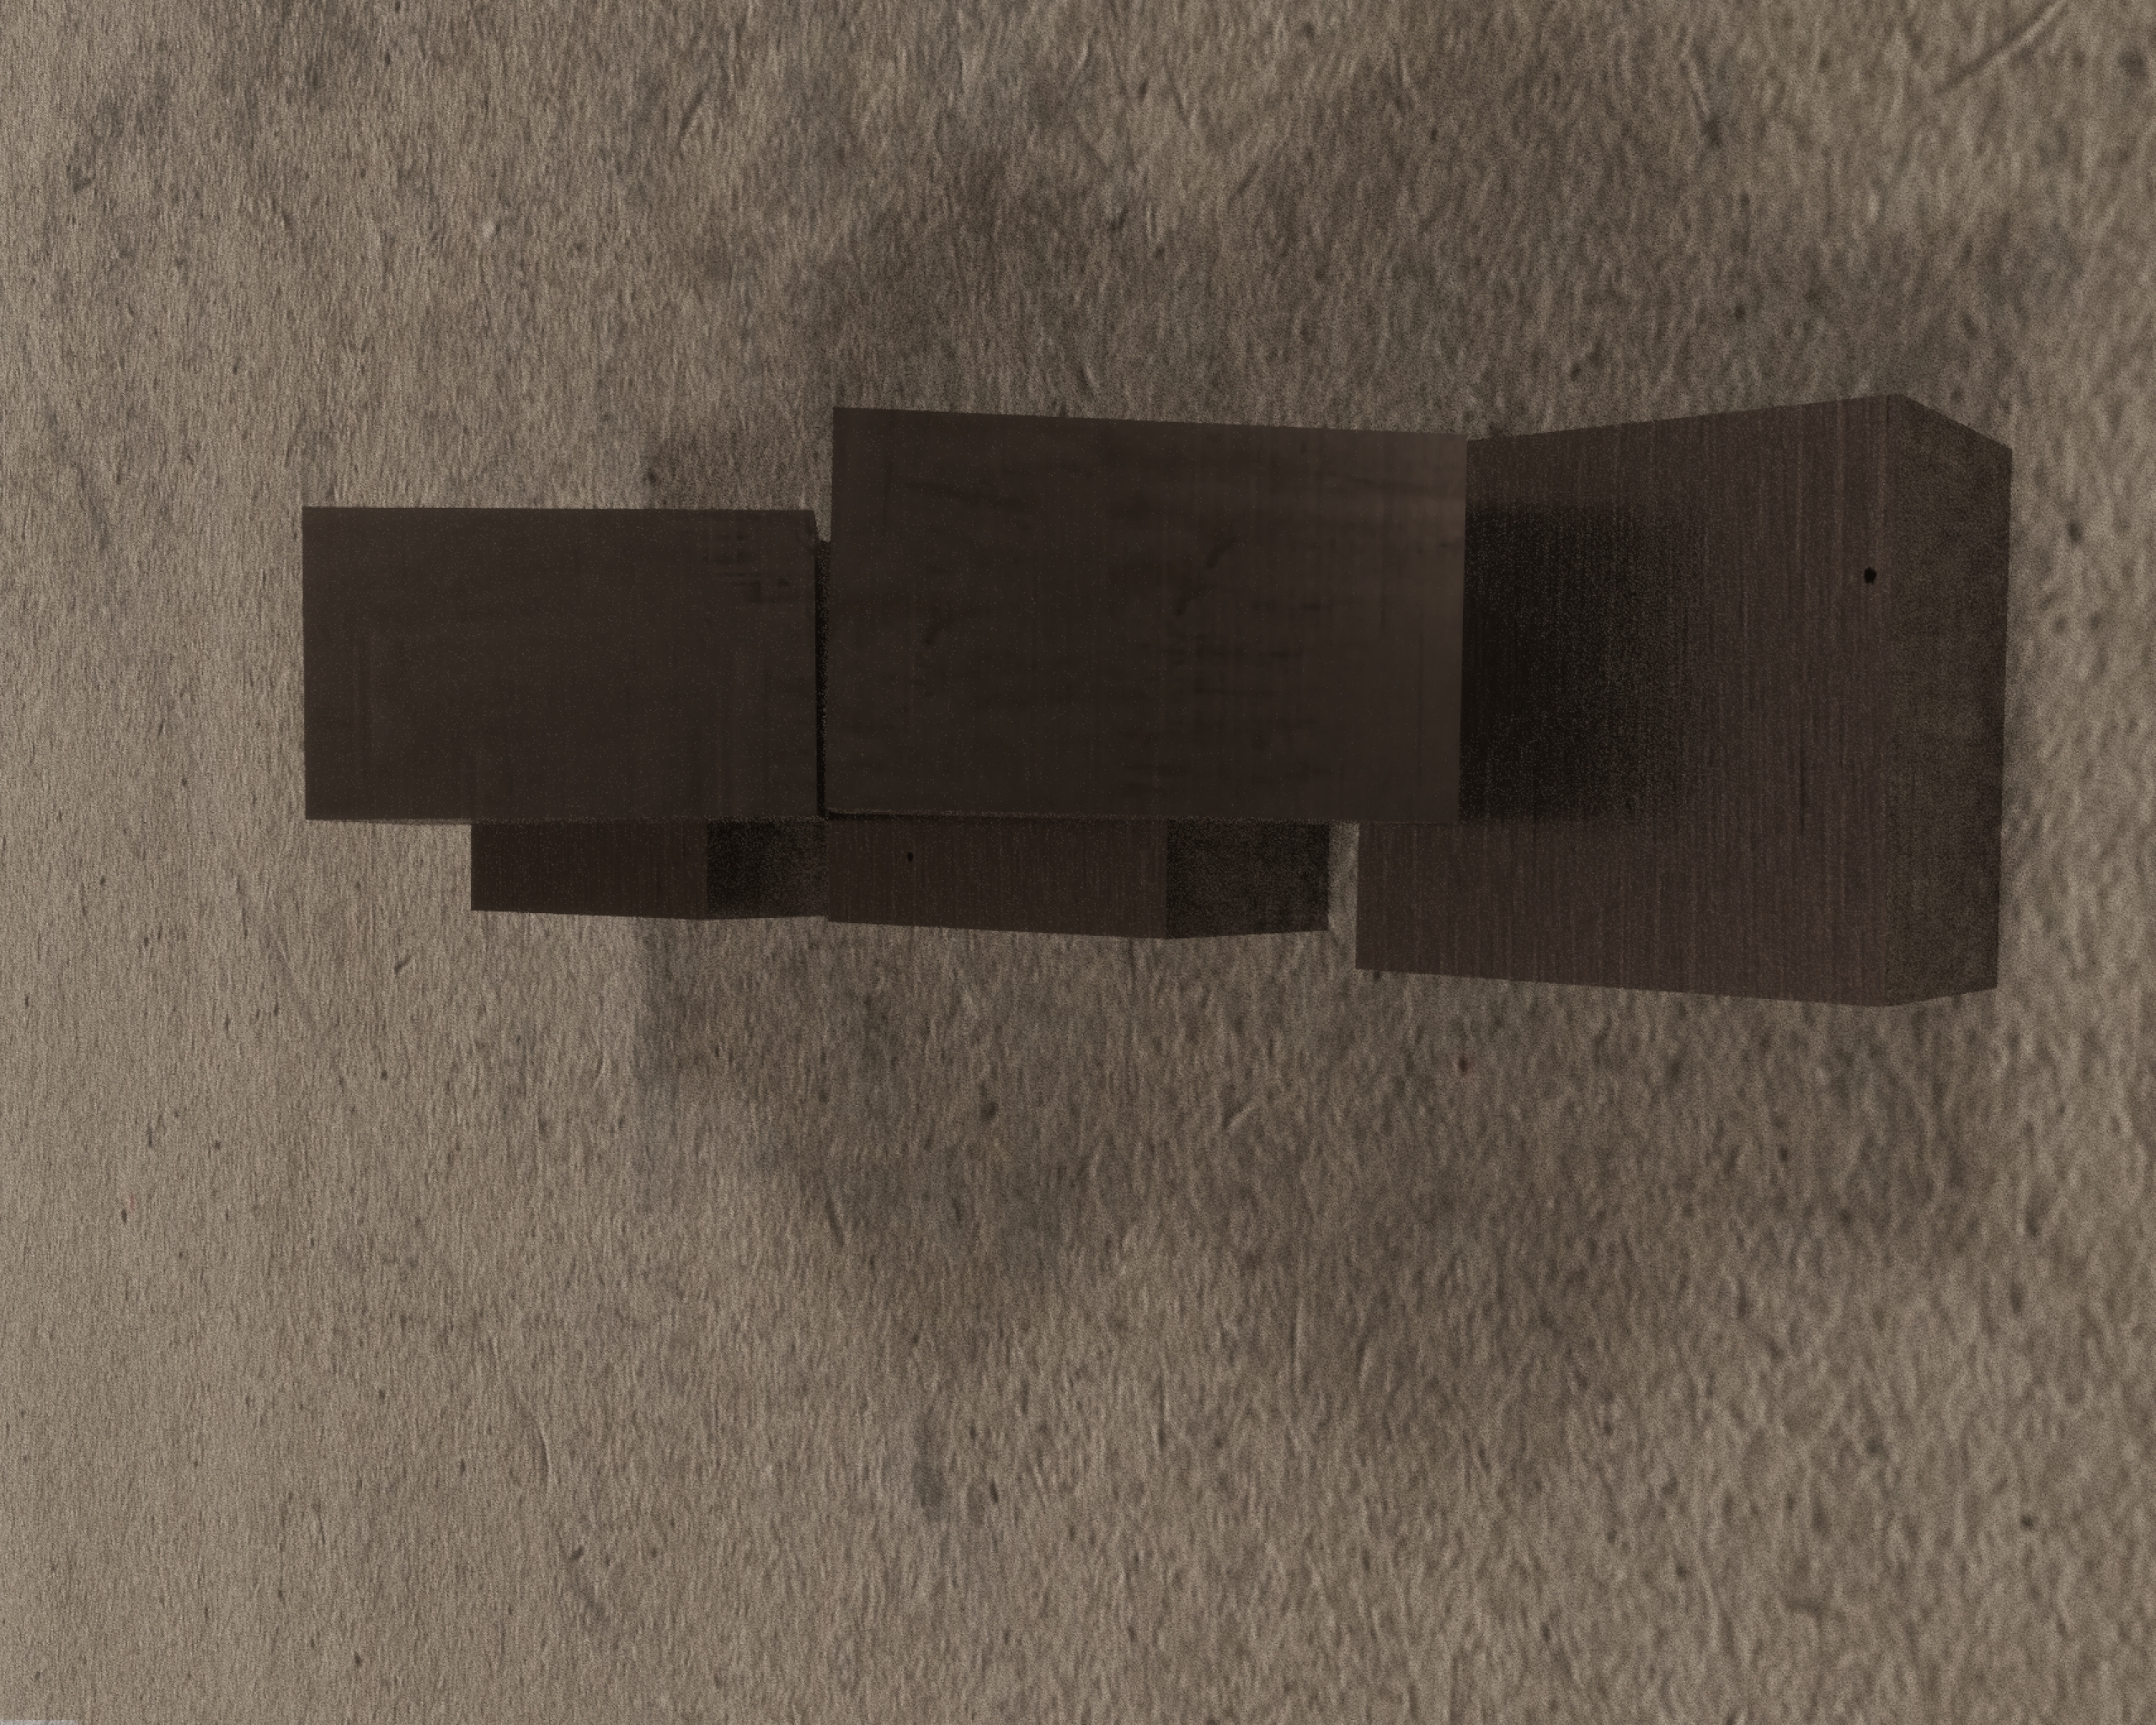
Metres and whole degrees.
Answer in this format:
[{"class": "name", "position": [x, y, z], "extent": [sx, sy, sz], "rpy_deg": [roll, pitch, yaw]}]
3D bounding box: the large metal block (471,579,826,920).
[{"class": "large metal block", "position": [-0.089, -0.029, 0.461], "extent": [0.080, 0.050, 0.079], "rpy_deg": [1, 90, 39]}]

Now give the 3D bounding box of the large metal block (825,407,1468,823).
[{"class": "large metal block", "position": [0.005, -0.031, 0.302], "extent": [0.080, 0.081, 0.050], "rpy_deg": [-172, 84, -84]}]

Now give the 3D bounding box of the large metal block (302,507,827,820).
[{"class": "large metal block", "position": [-0.086, -0.032, 0.374], "extent": [0.081, 0.080, 0.050], "rpy_deg": [-1, 90, -6]}]

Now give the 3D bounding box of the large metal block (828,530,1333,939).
[{"class": "large metal block", "position": [0.000, -0.028, 0.389], "extent": [0.080, 0.050, 0.079], "rpy_deg": [1, 91, 39]}]

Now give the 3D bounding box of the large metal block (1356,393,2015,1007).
[{"class": "large metal block", "position": [0.091, -0.022, 0.315], "extent": [0.080, 0.050, 0.079], "rpy_deg": [2, 91, 39]}]
